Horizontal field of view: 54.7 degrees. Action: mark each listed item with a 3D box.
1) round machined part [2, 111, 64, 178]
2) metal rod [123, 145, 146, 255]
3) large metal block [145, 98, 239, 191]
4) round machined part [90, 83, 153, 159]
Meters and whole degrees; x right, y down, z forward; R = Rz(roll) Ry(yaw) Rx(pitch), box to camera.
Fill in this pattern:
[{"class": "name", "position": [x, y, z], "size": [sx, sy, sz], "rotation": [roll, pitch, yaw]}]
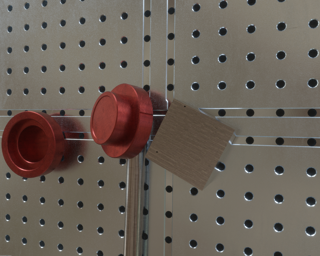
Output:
[{"class": "round machined part", "position": [-0.185, 0.024, 0.469], "size": [0.098, 0.042, 0.097], "rotation": [0, 90, 20]}, {"class": "metal rod", "position": [-0.036, 0.137, 0.425], "size": [0.025, 0.025, 0.298], "rotation": [2, 91, 20]}, {"class": "large metal block", "position": [0.041, 0.018, 0.385], "size": [0.080, 0.050, 0.080], "rotation": [29, 99, 17]}, {"class": "round machined part", "position": [-0.055, -0.010, 0.399], "size": [0.098, 0.042, 0.098], "rotation": [-14, 71, 48]}]
